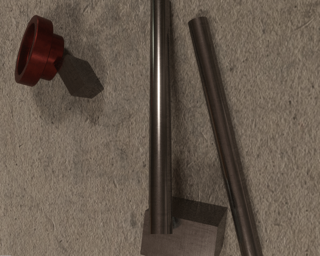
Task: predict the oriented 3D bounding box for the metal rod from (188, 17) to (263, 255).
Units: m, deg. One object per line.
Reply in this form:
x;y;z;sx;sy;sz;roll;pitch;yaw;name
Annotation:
0.079;0.010;0.380;0.025;0.025;0.298;-14;86;19;metal rod

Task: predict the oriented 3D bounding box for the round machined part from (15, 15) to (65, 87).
-0.170;-0.106;0.442;0.098;0.042;0.098;-22;61;48;round machined part

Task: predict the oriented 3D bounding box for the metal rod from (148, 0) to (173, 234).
0.000;-0.034;0.363;0.025;0.025;0.299;-7;71;19;metal rod

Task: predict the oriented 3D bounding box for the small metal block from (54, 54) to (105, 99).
-0.112;-0.070;0.434;0.025;0.050;0.050;-35;79;16;small metal block

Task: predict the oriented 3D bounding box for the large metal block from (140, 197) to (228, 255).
0.032;0.121;0.368;0.080;0.080;0.050;7;93;19;large metal block
